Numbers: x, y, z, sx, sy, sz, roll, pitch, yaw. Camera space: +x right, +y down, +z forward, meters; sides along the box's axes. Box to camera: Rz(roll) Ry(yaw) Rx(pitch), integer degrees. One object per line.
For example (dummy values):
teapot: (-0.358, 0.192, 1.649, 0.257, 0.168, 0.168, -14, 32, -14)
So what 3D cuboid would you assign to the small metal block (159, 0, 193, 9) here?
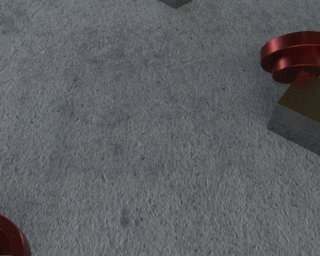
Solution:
small metal block: (0.032, -0.273, 0.633, 0.050, 0.025, 0.050, -36, 59, -26)

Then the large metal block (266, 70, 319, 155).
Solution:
large metal block: (0.201, -0.020, 0.407, 0.080, 0.050, 0.080, 31, 56, 23)

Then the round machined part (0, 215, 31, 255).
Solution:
round machined part: (-0.167, 0.131, 0.280, 0.099, 0.042, 0.098, 0, 50, 0)

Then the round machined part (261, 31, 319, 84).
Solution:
round machined part: (0.197, -0.095, 0.446, 0.099, 0.098, 0.042, 1, 76, 1)
